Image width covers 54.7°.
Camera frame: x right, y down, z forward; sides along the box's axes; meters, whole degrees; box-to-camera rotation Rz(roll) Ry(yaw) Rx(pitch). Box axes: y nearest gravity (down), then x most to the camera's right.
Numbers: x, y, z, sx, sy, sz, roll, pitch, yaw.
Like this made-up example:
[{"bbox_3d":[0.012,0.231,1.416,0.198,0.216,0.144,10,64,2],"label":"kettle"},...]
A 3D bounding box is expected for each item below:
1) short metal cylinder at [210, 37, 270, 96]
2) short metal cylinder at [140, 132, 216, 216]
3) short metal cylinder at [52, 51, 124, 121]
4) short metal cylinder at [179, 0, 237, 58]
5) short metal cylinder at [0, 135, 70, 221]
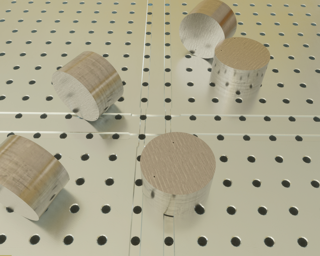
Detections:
[{"bbox_3d":[0.120,-0.094,0.472,0.081,0.050,0.080,0,50,0],"label":"short metal cylinder"},{"bbox_3d":[0.019,0.051,0.349,0.081,0.050,0.080,0,50,0],"label":"short metal cylinder"},{"bbox_3d":[-0.097,-0.056,0.418,0.080,0.080,0.050,27,55,20],"label":"short metal cylinder"},{"bbox_3d":[0.079,-0.163,0.510,0.080,0.080,0.050,24,54,18],"label":"short metal cylinder"},{"bbox_3d":[-0.145,0.053,0.326,0.080,0.080,0.050,21,53,16],"label":"short metal cylinder"}]
